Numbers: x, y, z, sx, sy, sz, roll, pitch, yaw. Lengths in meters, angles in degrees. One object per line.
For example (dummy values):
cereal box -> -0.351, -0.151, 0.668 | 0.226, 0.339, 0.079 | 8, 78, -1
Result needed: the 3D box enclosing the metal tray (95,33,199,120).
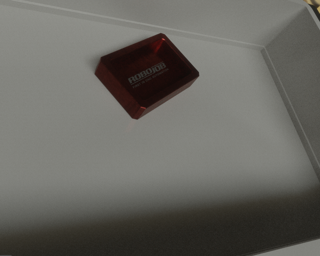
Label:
metal tray -> -0.014, -0.079, 0.443 | 0.090, 0.030, 0.131 | 50, 51, 6
